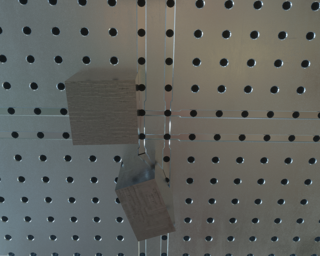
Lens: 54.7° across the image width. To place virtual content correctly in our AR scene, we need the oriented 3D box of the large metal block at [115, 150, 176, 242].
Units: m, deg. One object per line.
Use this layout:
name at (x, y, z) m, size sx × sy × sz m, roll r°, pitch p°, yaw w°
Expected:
large metal block at (-0.017, 0.088, 0.416) m, size 0.050 × 0.080 × 0.080 m, roll -18°, pitch 109°, yaw 6°

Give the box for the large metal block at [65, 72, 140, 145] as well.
large metal block at (-0.068, -0.026, 0.390) m, size 0.081 × 0.050 × 0.079 m, roll -1°, pitch 110°, yaw 0°
